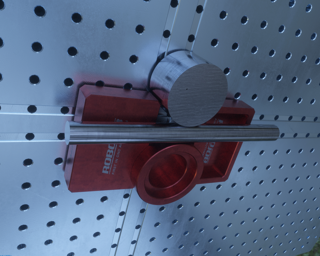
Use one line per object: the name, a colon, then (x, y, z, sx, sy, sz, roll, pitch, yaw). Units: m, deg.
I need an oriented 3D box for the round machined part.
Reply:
round machined part: (0.007, 0.053, 0.420, 0.099, 0.042, 0.097, -14, 124, -21)

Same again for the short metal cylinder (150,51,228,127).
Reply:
short metal cylinder: (0.035, -0.048, 0.379, 0.081, 0.050, 0.079, -14, 124, -21)

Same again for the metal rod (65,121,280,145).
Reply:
metal rod: (0.037, 0.006, 0.391, 0.303, 0.025, 0.025, 0, 118, -29)

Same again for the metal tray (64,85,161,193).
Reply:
metal tray: (-0.060, 0.016, 0.379, 0.091, 0.030, 0.129, 3, 117, -30)

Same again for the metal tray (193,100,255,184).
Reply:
metal tray: (0.077, 0.022, 0.459, 0.091, 0.030, 0.129, 1, 118, -29)
